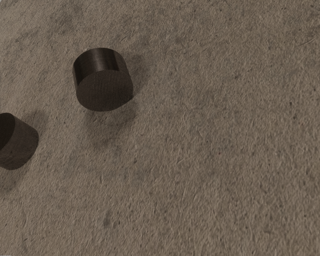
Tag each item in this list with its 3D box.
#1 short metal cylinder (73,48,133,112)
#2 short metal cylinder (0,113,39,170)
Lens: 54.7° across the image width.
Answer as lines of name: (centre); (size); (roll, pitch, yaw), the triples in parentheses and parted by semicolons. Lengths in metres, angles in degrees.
short metal cylinder: (-0.084, -0.070, 0.454); (0.080, 0.080, 0.050); (-28, 52, 10)
short metal cylinder: (-0.246, 0.022, 0.501); (0.080, 0.050, 0.080); (-13, 56, 20)
